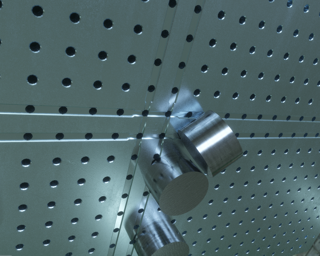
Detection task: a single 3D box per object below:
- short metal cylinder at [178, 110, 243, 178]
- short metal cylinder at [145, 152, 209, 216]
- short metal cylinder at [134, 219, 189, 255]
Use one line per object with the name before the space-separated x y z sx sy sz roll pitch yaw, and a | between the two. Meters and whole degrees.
short metal cylinder | 0.069 0.022 0.429 0.050 0.080 0.080 -34 129 -6
short metal cylinder | 0.025 0.083 0.462 0.081 0.050 0.079 -14 124 -21
short metal cylinder | 0.002 0.203 0.524 0.081 0.050 0.079 -14 125 -21
